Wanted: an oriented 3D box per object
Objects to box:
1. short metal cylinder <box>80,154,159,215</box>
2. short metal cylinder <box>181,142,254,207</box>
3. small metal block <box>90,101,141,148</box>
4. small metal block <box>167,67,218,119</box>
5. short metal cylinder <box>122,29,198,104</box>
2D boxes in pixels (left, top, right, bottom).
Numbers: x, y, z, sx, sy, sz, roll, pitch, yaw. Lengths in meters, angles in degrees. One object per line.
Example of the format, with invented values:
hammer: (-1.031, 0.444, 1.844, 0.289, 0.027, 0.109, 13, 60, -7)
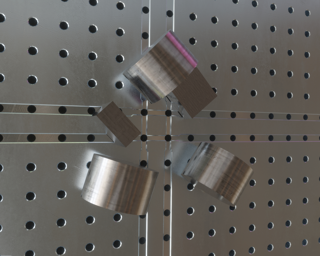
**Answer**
short metal cylinder: (-0.047, 0.065, 0.366, 0.081, 0.080, 0.050, 18, 84, -19)
short metal cylinder: (0.075, 0.061, 0.411, 0.080, 0.080, 0.050, 36, 79, -17)
small metal block: (-0.055, -0.004, 0.379, 0.025, 0.050, 0.050, -45, 104, -14)
small metal block: (0.042, -0.048, 0.428, 0.050, 0.025, 0.050, -42, 103, -15)
short metal cylinder: (0.000, -0.076, 0.383, 0.050, 0.080, 0.080, 46, 76, -14)
